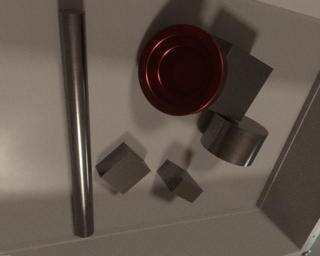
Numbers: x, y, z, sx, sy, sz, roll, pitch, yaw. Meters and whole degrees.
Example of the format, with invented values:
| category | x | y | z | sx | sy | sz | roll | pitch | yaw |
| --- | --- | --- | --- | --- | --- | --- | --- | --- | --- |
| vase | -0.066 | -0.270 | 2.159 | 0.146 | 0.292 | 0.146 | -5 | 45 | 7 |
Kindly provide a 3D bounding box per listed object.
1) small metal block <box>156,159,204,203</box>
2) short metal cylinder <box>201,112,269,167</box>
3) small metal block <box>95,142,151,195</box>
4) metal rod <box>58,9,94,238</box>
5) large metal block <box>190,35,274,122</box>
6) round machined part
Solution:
| category | x | y | z | sx | sy | sz | roll | pitch | yaw |
| --- | --- | --- | --- | --- | --- | --- | --- | --- | --- |
| small metal block | 0.029 | 0.079 | 0.459 | 0.025 | 0.050 | 0.050 | -49 | 129 | 6 |
| short metal cylinder | 0.105 | 0.011 | 0.439 | 0.081 | 0.080 | 0.050 | 9 | 114 | -33 |
| small metal block | -0.049 | 0.055 | 0.417 | 0.050 | 0.025 | 0.050 | -41 | 130 | 0 |
| metal rod | -0.095 | 0.018 | 0.368 | 0.025 | 0.025 | 0.298 | -10 | 123 | -24 |
| large metal block | 0.085 | -0.064 | 0.401 | 0.081 | 0.050 | 0.080 | 17 | 109 | -36 |
| round machined part | 0.028 | -0.064 | 0.350 | 0.042 | 0.098 | 0.097 | -13 | 132 | -64 |
